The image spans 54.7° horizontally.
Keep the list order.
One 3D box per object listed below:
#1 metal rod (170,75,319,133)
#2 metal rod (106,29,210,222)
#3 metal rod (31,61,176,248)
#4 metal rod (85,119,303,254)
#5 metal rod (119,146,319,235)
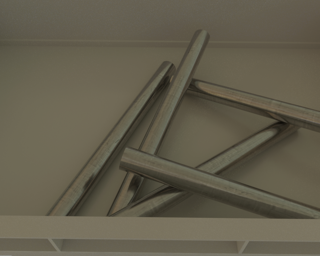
[{"bbox_3d":[0.145,-0.024,0.393,0.300,0.025,0.025,20,52,28],"label":"metal rod"},{"bbox_3d":[0.010,-0.021,0.397,0.025,0.025,0.300,17,59,13],"label":"metal rod"},{"bbox_3d":[-0.052,0.009,0.396,0.025,0.025,0.301,21,53,16],"label":"metal rod"},{"bbox_3d":[0.060,0.047,0.351,0.302,0.025,0.025,-25,55,-25],"label":"metal rod"},{"bbox_3d":[0.107,0.076,0.308,0.301,0.025,0.025,18,52,1],"label":"metal rod"}]
